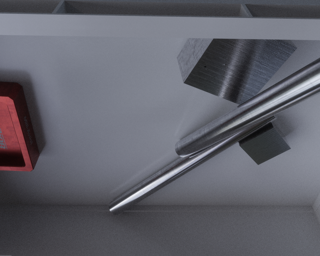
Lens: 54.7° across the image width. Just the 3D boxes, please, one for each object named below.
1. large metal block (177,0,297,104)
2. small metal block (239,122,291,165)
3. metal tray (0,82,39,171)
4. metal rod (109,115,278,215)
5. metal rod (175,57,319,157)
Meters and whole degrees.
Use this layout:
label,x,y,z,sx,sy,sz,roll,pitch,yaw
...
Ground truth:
label,x,y,z,sx,sy,sz,roll,pitch,yaw
large metal block,0.075,-0.078,0.322,0.081,0.050,0.080,18,128,-23
small metal block,0.142,0.018,0.427,0.050,0.025,0.050,-33,123,24
metal tray,-0.217,0.001,0.403,0.091,0.030,0.129,3,130,-3
metal rod,0.032,0.056,0.457,0.299,0.025,0.025,-36,122,26
metal rod,0.093,-0.016,0.309,0.025,0.025,0.299,21,155,-17
